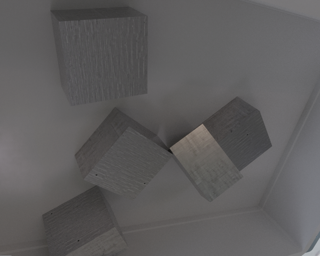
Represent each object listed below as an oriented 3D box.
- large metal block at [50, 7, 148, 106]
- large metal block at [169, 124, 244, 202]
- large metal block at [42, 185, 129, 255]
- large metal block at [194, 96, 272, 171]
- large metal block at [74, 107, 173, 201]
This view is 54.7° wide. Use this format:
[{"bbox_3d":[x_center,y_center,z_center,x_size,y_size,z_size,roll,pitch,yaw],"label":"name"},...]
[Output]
[{"bbox_3d":[-0.059,-0.075,0.314,0.081,0.050,0.079,-12,124,-22],"label":"large metal block"},{"bbox_3d":[0.055,0.046,0.410,0.050,0.080,0.080,-36,85,-4],"label":"large metal block"},{"bbox_3d":[-0.098,0.134,0.403,0.080,0.080,0.050,-28,128,-11],"label":"large metal block"},{"bbox_3d":[0.110,0.014,0.461,0.080,0.050,0.080,-37,129,-3],"label":"large metal block"},{"bbox_3d":[-0.045,0.034,0.389,0.080,0.050,0.080,-49,129,7],"label":"large metal block"}]
